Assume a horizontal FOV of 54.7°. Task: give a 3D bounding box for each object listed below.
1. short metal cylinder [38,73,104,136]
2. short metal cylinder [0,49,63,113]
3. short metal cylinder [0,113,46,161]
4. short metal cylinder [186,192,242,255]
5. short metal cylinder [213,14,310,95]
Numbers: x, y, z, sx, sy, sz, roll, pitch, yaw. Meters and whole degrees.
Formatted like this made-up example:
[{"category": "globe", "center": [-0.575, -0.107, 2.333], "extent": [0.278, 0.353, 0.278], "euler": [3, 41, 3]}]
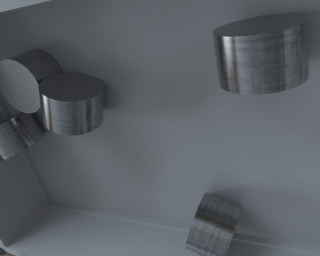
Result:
[{"category": "short metal cylinder", "center": [-0.116, -0.034, 0.412], "extent": [0.080, 0.080, 0.050], "euler": [19, 126, 16]}, {"category": "short metal cylinder", "center": [-0.185, -0.068, 0.445], "extent": [0.080, 0.050, 0.079], "euler": [13, 124, 20]}, {"category": "short metal cylinder", "center": [-0.236, 0.010, 0.501], "extent": [0.080, 0.080, 0.050], "euler": [-16, 110, 34]}, {"category": "short metal cylinder", "center": [0.073, 0.133, 0.416], "extent": [0.050, 0.080, 0.079], "euler": [18, 126, 17]}, {"category": "short metal cylinder", "center": [0.092, -0.069, 0.282], "extent": [0.080, 0.080, 0.050], "euler": [1, 119, 27]}]
